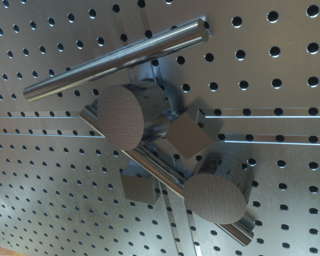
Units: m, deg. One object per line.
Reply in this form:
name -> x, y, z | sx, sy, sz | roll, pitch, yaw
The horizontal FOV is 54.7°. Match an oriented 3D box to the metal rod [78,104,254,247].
metal rod -> 0.008, 0.067, 0.448 | 0.300, 0.025, 0.025 | 38, 129, 2

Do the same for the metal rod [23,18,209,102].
metal rod -> -0.079, -0.078, 0.404 | 0.300, 0.025, 0.025 | -11, 113, 33

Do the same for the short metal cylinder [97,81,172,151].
short metal cylinder -> -0.033, -0.017, 0.386 | 0.080, 0.050, 0.079 | 13, 111, 38

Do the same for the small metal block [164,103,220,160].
small metal block -> 0.038, 0.005, 0.395 | 0.050, 0.025, 0.050 | 46, 129, -5

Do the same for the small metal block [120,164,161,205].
small metal block -> -0.030, 0.088, 0.481 | 0.050, 0.025, 0.050 | 6, 121, 25

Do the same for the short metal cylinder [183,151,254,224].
short metal cylinder -> 0.076, 0.077, 0.402 | 0.080, 0.050, 0.079 | 13, 124, 21
